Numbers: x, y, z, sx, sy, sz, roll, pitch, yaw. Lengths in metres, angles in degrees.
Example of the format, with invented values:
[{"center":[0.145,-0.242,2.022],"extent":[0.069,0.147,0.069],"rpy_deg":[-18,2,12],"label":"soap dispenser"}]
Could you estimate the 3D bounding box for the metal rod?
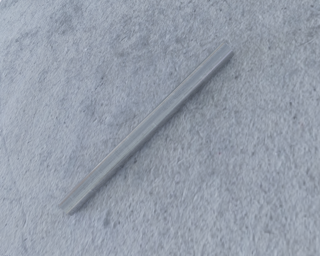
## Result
[{"center":[-0.015,-0.001,0.411],"extent":[0.300,0.025,0.025],"rpy_deg":[-45,51,-4],"label":"metal rod"}]
